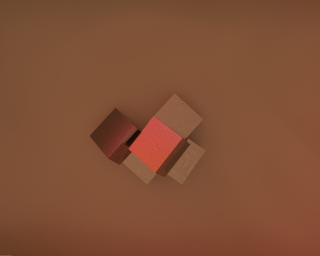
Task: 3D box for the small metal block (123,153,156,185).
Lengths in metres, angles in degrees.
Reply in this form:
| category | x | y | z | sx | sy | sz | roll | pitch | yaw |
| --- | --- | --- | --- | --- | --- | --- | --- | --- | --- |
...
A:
| category | x | y | z | sx | sy | sz | roll | pitch | yaw |
| --- | --- | --- | --- | --- | --- | --- | --- | --- | --- |
| small metal block | -0.018 | 0.037 | 0.409 | 0.050 | 0.025 | 0.050 | 42 | 90 | -1 |

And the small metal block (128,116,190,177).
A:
| category | x | y | z | sx | sy | sz | roll | pitch | yaw |
| --- | --- | --- | --- | --- | --- | --- | --- | --- | --- |
| small metal block | -0.001 | 0.022 | 0.373 | 0.050 | 0.025 | 0.050 | 38 | 90 | 33 |

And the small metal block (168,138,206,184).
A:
| category | x | y | z | sx | sy | sz | roll | pitch | yaw |
| --- | --- | --- | --- | --- | --- | --- | --- | --- | --- |
| small metal block | 0.030 | 0.040 | 0.398 | 0.025 | 0.050 | 0.050 | 35 | 90 | -1 |

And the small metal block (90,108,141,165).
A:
| category | x | y | z | sx | sy | sz | roll | pitch | yaw |
| --- | --- | --- | --- | --- | --- | --- | --- | --- | --- |
| small metal block | -0.054 | 0.010 | 0.397 | 0.050 | 0.025 | 0.050 | -48 | 52 | 0 |

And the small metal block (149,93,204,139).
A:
| category | x | y | z | sx | sy | sz | roll | pitch | yaw |
| --- | --- | --- | --- | --- | --- | --- | --- | --- | --- |
| small metal block | 0.021 | -0.010 | 0.410 | 0.050 | 0.025 | 0.050 | 42 | 90 | -1 |
